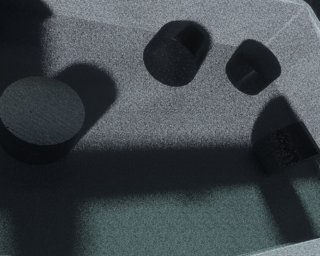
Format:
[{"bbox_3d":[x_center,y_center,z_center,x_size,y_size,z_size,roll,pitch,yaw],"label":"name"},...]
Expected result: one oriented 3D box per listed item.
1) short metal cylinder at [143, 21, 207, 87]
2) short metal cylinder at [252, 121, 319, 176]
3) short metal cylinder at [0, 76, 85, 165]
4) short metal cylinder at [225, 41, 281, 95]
[{"bbox_3d":[0.023,-0.107,0.449,0.080,0.080,0.050,35,51,-6],"label":"short metal cylinder"},{"bbox_3d":[0.184,0.032,0.453,0.081,0.080,0.050,-11,68,-33],"label":"short metal cylinder"},{"bbox_3d":[-0.126,-0.007,0.327,0.081,0.050,0.080,14,56,-21],"label":"short metal cylinder"},{"bbox_3d":[0.163,-0.104,0.544,0.081,0.050,0.080,14,56,-21],"label":"short metal cylinder"}]
